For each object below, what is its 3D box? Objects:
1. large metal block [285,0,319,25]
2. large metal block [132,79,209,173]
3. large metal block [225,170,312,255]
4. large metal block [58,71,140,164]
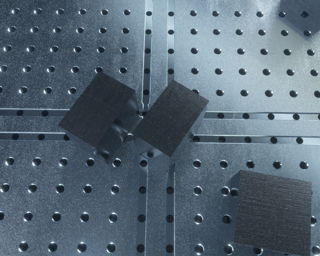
[{"bbox_3d":[0.255,-0.219,0.480,0.080,0.050,0.080,-42,75,-14],"label":"large metal block"},{"bbox_3d":[0.013,0.001,0.383,0.050,0.080,0.080,33,73,11],"label":"large metal block"},{"bbox_3d":[0.125,0.100,0.363,0.080,0.050,0.080,10,70,3],"label":"large metal block"},{"bbox_3d":[-0.070,-0.010,0.386,0.050,0.080,0.080,30,73,10],"label":"large metal block"}]
